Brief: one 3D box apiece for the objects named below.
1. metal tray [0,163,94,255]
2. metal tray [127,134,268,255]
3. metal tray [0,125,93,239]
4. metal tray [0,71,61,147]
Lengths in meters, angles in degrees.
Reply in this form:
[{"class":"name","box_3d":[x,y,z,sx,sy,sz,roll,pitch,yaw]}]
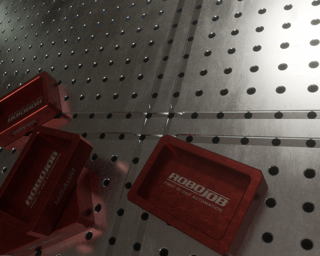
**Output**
[{"class":"metal tray","box_3d":[-0.156,0.110,0.417,0.130,0.030,0.090,-26,53,11]},{"class":"metal tray","box_3d":[0.038,0.069,0.342,0.130,0.030,0.090,20,72,35]},{"class":"metal tray","box_3d":[-0.154,0.065,0.404,0.090,0.030,0.130,10,67,32]},{"class":"metal tray","box_3d":[-0.242,-0.034,0.549,0.130,0.030,0.090,-29,52,9]}]
